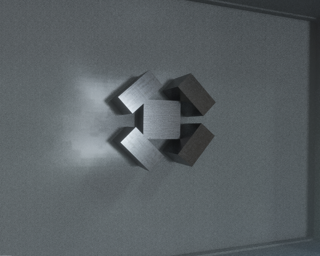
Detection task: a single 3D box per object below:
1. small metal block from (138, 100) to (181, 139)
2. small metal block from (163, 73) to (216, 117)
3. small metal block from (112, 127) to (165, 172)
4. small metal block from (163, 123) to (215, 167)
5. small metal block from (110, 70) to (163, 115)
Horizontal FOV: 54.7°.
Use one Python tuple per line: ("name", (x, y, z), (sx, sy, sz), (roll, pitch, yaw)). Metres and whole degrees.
("small metal block", (-0.001, -0.011, 0.408), (0.050, 0.025, 0.050), (1, 90, -20))
("small metal block", (0.037, -0.042, 0.408), (0.025, 0.050, 0.050), (-47, 106, -15))
("small metal block", (-0.028, 0.025, 0.385), (0.025, 0.050, 0.050), (-46, 104, -13))
("small metal block", (0.037, 0.021, 0.408), (0.025, 0.050, 0.050), (42, 76, -16))
("small metal block", (-0.030, -0.043, 0.384), (0.050, 0.050, 0.025), (-43, 103, -14))
